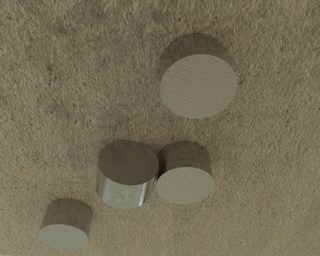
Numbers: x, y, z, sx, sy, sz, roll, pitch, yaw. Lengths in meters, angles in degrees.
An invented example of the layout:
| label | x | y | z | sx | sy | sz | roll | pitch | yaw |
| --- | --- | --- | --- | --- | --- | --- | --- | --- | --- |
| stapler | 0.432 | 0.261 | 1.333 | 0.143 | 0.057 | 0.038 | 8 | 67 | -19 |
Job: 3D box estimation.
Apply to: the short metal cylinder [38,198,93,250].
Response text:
| label | x | y | z | sx | sy | sz | roll | pitch | yaw |
| --- | --- | --- | --- | --- | --- | --- | --- | --- | --- |
| short metal cylinder | -0.159 | 0.165 | 0.530 | 0.081 | 0.050 | 0.079 | 0 | 130 | 0 |

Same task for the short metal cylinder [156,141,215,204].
| label | x | y | z | sx | sy | sz | roll | pitch | yaw |
| --- | --- | --- | --- | --- | --- | --- | --- | --- | --- |
| short metal cylinder | 0.035 | 0.065 | 0.446 | 0.081 | 0.050 | 0.079 | 0 | 130 | 0 |

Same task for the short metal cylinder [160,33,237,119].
| label | x | y | z | sx | sy | sz | roll | pitch | yaw |
| --- | --- | --- | --- | --- | --- | --- | --- | --- | --- |
| short metal cylinder | 0.040 | -0.057 | 0.343 | 0.081 | 0.050 | 0.079 | 0 | 130 | 0 |

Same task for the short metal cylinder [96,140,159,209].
| label | x | y | z | sx | sy | sz | roll | pitch | yaw |
| --- | --- | --- | --- | --- | --- | --- | --- | --- | --- |
| short metal cylinder | -0.046 | 0.062 | 0.424 | 0.081 | 0.080 | 0.050 | 8 | 130 | -7 |
